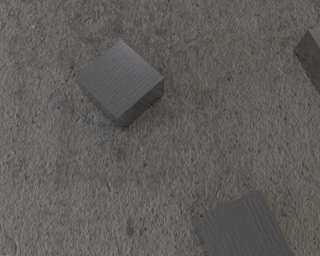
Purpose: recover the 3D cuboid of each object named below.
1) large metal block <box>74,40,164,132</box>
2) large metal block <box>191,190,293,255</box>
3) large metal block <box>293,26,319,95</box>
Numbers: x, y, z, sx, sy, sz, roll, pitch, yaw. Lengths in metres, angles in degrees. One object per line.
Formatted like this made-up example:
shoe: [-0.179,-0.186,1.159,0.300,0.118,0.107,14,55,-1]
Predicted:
large metal block: [-0.051,-0.056,0.415,0.080,0.050,0.080,-43,76,-14]
large metal block: [0.089,0.125,0.349,0.080,0.050,0.080,-20,71,-7]
large metal block: [0.252,-0.102,0.434,0.080,0.050,0.080,-19,71,-7]
